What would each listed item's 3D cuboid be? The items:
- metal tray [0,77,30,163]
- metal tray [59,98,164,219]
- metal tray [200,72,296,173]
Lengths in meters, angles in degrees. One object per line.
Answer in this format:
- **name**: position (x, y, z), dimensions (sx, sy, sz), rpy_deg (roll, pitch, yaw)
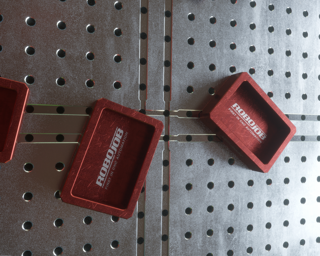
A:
- **metal tray**: position (-0.218, -0.019, 0.329), dimensions (0.131, 0.030, 0.090), rpy_deg (13, 86, -20)
- **metal tray**: position (-0.059, 0.038, 0.388), dimensions (0.091, 0.030, 0.129), rpy_deg (22, 83, -19)
- **metal tray**: position (0.133, -0.007, 0.460), dimensions (0.130, 0.030, 0.090), rpy_deg (43, 76, -15)
